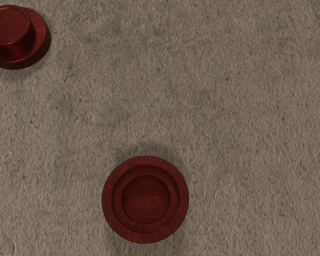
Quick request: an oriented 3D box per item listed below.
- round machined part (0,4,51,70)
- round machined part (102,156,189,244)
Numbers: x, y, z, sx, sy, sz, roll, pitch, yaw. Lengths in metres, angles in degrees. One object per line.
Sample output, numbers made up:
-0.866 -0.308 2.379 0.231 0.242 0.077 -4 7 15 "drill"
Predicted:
-0.213 -0.137 0.447 0.099 0.042 0.098 0 70 -1 "round machined part"
-0.016 0.085 0.368 0.099 0.042 0.098 0 70 -1 "round machined part"
